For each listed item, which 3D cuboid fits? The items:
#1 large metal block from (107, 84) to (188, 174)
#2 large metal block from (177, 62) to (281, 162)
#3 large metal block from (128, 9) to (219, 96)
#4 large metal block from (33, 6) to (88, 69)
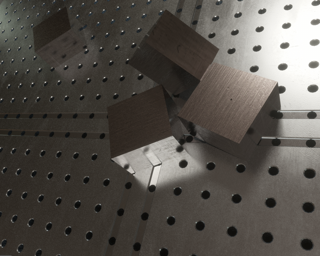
[{"bbox_3d":[-0.018,0.002,0.399,0.080,0.050,0.080,-21,54,15],"label":"large metal block"},{"bbox_3d":[0.081,-0.020,0.359,0.080,0.050,0.080,27,76,34],"label":"large metal block"},{"bbox_3d":[0.014,-0.092,0.400,0.050,0.080,0.080,-62,15,-16],"label":"large metal block"},{"bbox_3d":[-0.194,-0.175,0.598,0.080,0.050,0.080,-29,52,9],"label":"large metal block"}]
